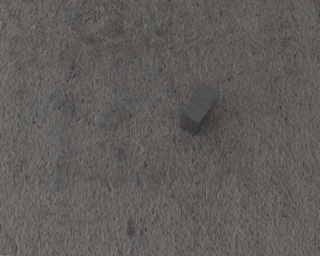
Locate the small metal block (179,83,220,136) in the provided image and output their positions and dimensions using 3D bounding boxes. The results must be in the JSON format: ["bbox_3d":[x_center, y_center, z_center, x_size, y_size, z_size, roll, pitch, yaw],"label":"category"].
[{"bbox_3d":[0.051,-0.023,0.404,0.025,0.050,0.050,33,73,11],"label":"small metal block"}]
